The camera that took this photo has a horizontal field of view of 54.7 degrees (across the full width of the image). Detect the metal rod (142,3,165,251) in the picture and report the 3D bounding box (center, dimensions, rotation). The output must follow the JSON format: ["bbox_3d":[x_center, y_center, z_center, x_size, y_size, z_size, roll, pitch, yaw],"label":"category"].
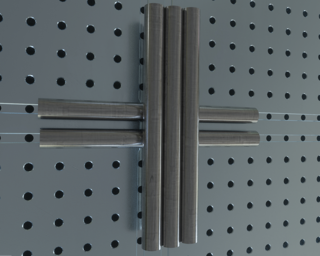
[{"bbox_3d":[-0.009,-0.001,0.384,0.025,0.025,0.298,1,90,-20],"label":"metal rod"}]

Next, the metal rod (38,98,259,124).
[{"bbox_3d":[0.000,-0.020,0.414,0.303,0.025,0.025,1,90,-21],"label":"metal rod"}]

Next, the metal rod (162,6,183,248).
[{"bbox_3d":[0.015,-0.002,0.393,0.025,0.025,0.298,1,90,-20],"label":"metal rod"}]

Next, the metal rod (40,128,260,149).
[{"bbox_3d":[0.001,0.014,0.414,0.303,0.025,0.025,1,90,-21],"label":"metal rod"}]

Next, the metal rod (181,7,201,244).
[{"bbox_3d":[0.038,-0.003,0.402,0.025,0.025,0.298,1,90,-20],"label":"metal rod"}]
